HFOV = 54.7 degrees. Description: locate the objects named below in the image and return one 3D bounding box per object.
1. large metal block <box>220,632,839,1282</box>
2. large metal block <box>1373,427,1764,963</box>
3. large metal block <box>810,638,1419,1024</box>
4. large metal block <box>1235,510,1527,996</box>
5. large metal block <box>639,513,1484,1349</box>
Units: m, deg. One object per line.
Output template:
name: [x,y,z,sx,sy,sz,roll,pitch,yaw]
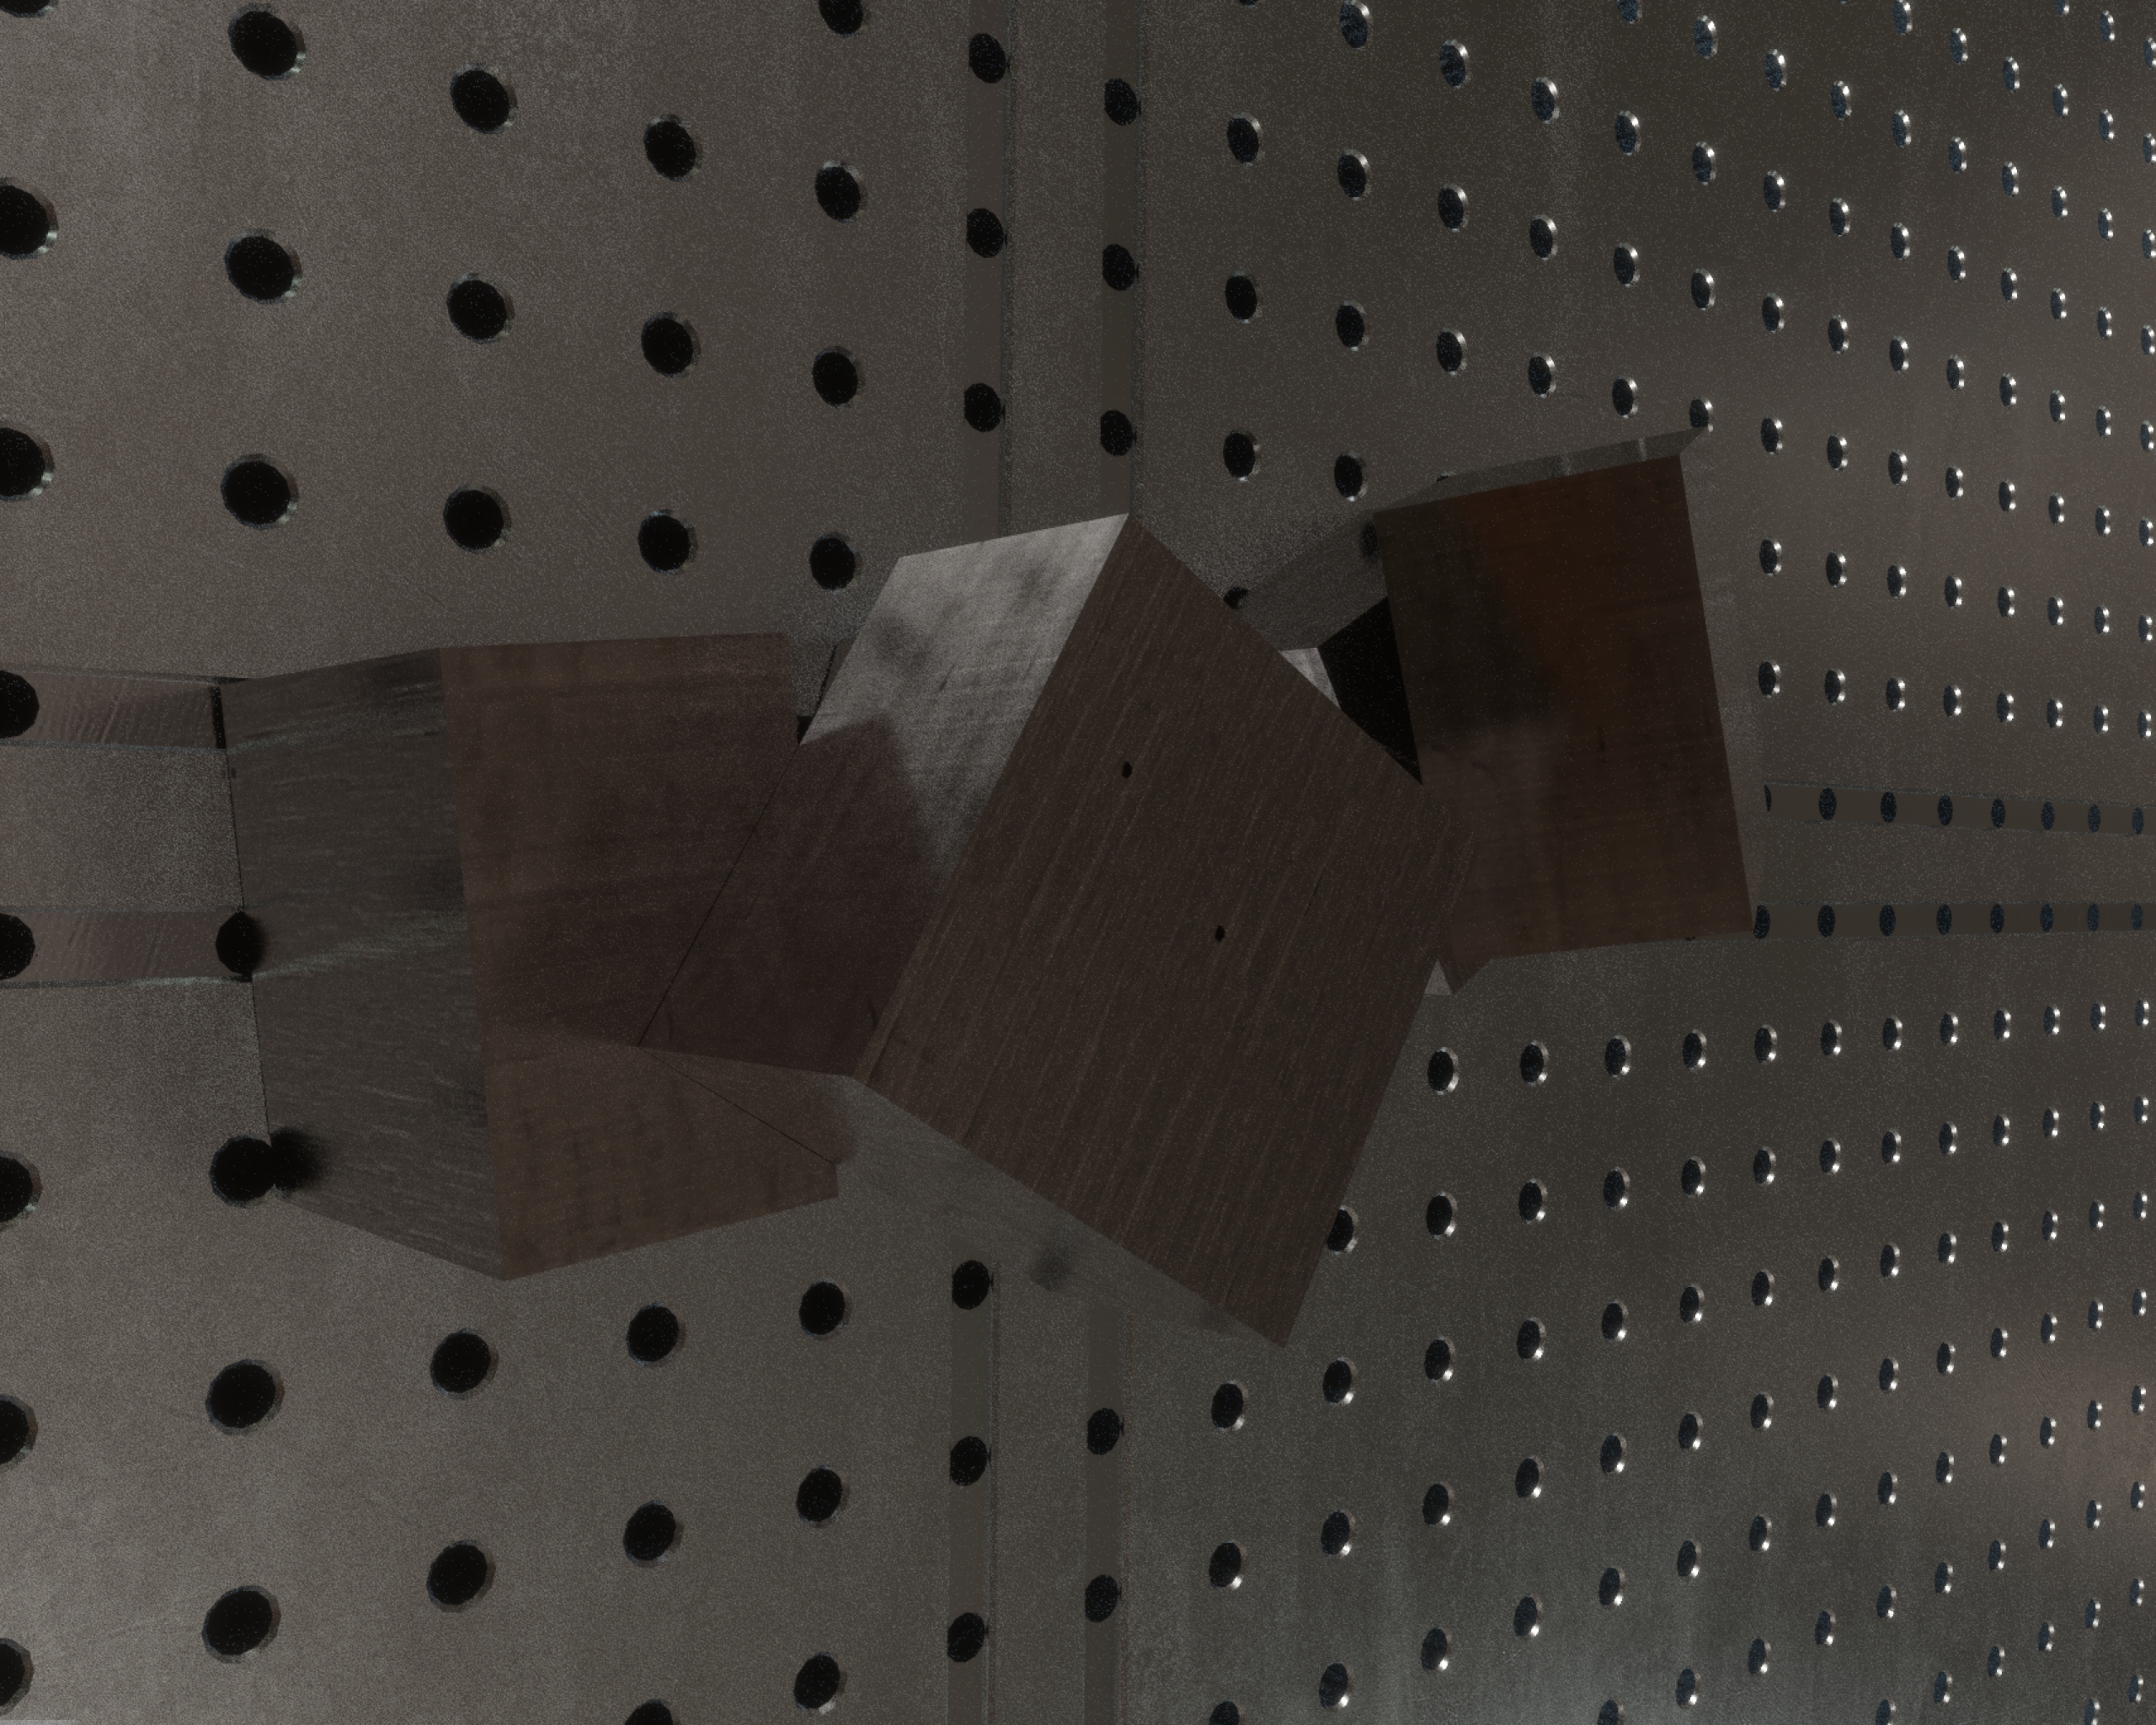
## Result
large metal block: [-0.082,0.010,0.305,0.050,0.080,0.079,-8,96,-40]
large metal block: [0.094,-0.034,0.385,0.080,0.050,0.079,-37,117,-66]
large metal block: [0.004,-0.005,0.378,0.080,0.080,0.050,24,75,-38]
large metal block: [0.072,-0.027,0.455,0.080,0.050,0.080,-37,113,-34]
large metal block: [0.001,0.011,0.290,0.080,0.050,0.080,38,67,-33]
